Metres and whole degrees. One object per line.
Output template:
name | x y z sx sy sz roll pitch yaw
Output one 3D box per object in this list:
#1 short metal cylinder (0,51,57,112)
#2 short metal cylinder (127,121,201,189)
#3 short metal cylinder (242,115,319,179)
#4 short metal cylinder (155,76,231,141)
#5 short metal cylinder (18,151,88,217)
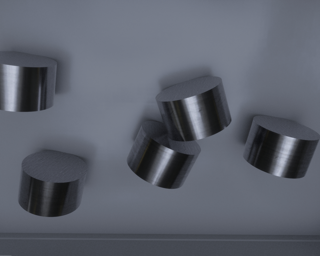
short metal cylinder | -0.164 -0.056 0.360 0.081 0.080 0.050 10 110 -4
short metal cylinder | 0.005 0.032 0.394 0.080 0.080 0.050 22 109 -8
short metal cylinder | 0.151 0.021 0.391 0.081 0.080 0.050 10 110 -4
short metal cylinder | 0.041 -0.025 0.373 0.080 0.080 0.050 -16 110 6
short metal cylinder | -0.140 0.071 0.407 0.080 0.080 0.050 13 110 -5
